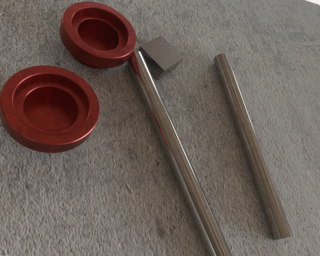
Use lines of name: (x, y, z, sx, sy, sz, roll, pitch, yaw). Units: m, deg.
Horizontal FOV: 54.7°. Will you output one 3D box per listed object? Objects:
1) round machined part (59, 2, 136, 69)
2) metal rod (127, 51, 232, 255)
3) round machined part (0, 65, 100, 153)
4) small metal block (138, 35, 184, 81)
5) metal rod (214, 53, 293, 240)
round machined part: (-0.085, -0.120, 0.420, 0.099, 0.042, 0.098, 14, 56, -21)
metal rod: (0.018, 0.027, 0.396, 0.025, 0.025, 0.299, -10, 67, -33)
round machined part: (-0.120, -0.017, 0.339, 0.099, 0.042, 0.098, 14, 56, -21)
small metal block: (-0.001, -0.107, 0.468, 0.050, 0.025, 0.050, 46, 51, 4)
metal rod: (0.132, 0.011, 0.467, 0.025, 0.025, 0.299, 2, 61, -27)
